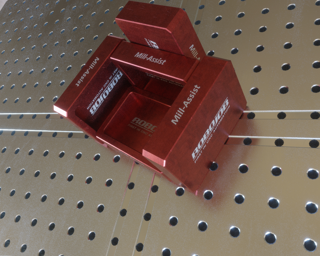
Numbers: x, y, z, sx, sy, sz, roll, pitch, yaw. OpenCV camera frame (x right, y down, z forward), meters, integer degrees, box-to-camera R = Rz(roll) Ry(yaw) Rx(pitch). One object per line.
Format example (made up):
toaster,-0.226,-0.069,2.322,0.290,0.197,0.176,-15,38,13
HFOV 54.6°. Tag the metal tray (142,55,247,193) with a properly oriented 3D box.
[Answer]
metal tray,0.045,-0.003,0.344,0.030,0.090,0.130,24,75,36

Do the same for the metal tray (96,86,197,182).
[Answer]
metal tray,-0.013,0.002,0.411,0.130,0.030,0.090,24,75,36

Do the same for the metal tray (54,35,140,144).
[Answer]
metal tray,-0.076,-0.053,0.439,0.030,0.090,0.130,24,75,36

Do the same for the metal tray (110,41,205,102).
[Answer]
metal tray,0.007,-0.062,0.401,0.130,0.090,0.030,24,76,36

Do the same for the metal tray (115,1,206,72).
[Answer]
metal tray,0.012,-0.097,0.394,0.090,0.130,0.030,25,76,36
